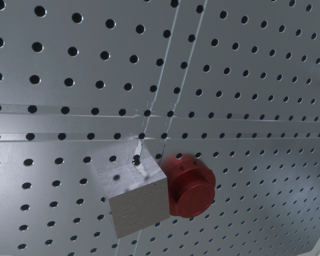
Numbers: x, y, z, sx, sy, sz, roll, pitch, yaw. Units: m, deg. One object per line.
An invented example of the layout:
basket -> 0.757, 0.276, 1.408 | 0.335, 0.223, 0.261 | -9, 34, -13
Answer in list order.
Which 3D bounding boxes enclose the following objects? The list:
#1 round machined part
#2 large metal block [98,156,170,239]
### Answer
round machined part -> 0.047, 0.103, 0.489 | 0.099, 0.042, 0.097 | -14, 124, -21
large metal block -> -0.035, 0.097, 0.436 | 0.081, 0.050, 0.079 | -17, 126, -19
